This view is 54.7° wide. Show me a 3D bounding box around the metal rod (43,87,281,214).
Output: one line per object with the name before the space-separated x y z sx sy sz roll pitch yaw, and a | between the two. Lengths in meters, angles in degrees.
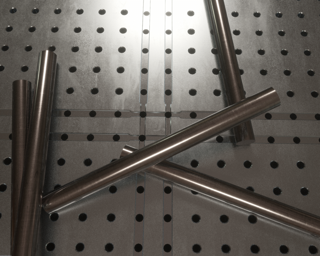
metal rod | -0.002 0.028 0.369 0.301 0.025 0.025 -26 72 3

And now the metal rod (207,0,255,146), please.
metal rod | 0.096 -0.120 0.456 0.025 0.025 0.299 -6 70 -3

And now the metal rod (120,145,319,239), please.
metal rod | 0.093 0.084 0.382 0.301 0.025 0.025 20 71 6

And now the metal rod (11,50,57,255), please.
metal rod | -0.153 0.030 0.383 0.025 0.025 0.299 -3 64 -2

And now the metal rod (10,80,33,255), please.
metal rod | -0.169 0.078 0.381 0.025 0.025 0.299 -8 70 -3
